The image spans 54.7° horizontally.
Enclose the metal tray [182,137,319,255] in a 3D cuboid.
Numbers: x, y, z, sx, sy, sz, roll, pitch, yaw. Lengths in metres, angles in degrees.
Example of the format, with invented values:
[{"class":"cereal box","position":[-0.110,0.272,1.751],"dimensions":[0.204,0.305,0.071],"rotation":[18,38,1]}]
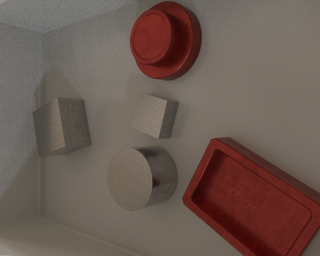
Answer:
[{"class":"metal tray","position":[0.094,0.078,0.324],"dimensions":[0.130,0.030,0.089],"rotation":[35,112,34]}]

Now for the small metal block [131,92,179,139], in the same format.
[{"class":"small metal block","position":[-0.007,-0.017,0.411],"dimensions":[0.050,0.025,0.050],"rotation":[21,103,37]}]

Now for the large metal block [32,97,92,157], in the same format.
[{"class":"large metal block","position":[-0.167,0.000,0.525],"dimensions":[0.080,0.050,0.080],"rotation":[-20,78,38]}]

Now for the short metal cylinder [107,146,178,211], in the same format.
[{"class":"short metal cylinder","position":[-0.024,0.064,0.408],"dimensions":[0.080,0.050,0.079],"rotation":[0,90,39]}]

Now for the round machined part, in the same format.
[{"class":"round machined part","position":[0.000,-0.111,0.394],"dimensions":[0.098,0.042,0.097],"rotation":[0,90,39]}]
